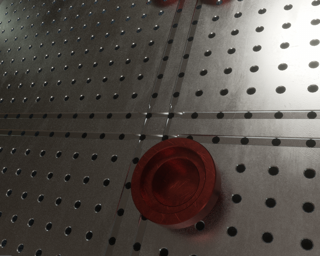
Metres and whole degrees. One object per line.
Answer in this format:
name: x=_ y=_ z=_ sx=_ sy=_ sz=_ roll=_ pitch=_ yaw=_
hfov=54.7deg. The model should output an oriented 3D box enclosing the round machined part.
round machined part: x=0.020 y=0.063 z=0.347 sx=0.098 sy=0.042 sz=0.098 roll=-13 pitch=56 yaw=20
